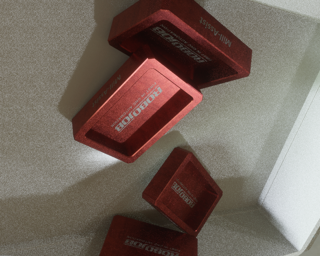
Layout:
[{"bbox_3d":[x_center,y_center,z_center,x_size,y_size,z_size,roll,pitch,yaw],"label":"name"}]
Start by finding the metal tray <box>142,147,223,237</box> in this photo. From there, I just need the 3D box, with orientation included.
[{"bbox_3d":[0.040,0.101,0.472,0.090,0.030,0.130,-53,132,-17],"label":"metal tray"}]

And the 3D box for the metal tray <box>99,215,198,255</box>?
[{"bbox_3d":[-0.014,0.178,0.434,0.131,0.090,0.030,16,114,0],"label":"metal tray"}]

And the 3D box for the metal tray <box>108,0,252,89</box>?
[{"bbox_3d":[0.024,-0.085,0.328,0.131,0.090,0.030,24,68,-37],"label":"metal tray"}]

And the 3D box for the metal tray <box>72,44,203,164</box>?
[{"bbox_3d":[-0.027,-0.021,0.359,0.130,0.030,0.090,-43,131,19],"label":"metal tray"}]
